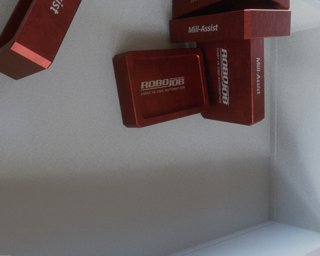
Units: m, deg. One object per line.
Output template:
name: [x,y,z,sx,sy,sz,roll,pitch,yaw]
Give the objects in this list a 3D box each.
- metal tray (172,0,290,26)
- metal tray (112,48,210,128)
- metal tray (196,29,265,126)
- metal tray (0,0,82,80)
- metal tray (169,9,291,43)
metal tray: [0.091,-0.166,0.413,0.091,0.130,0.030,1,90,-40]
metal tray: [0.007,-0.056,0.408,0.131,0.030,0.089,-15,100,-39]
metal tray: [0.097,-0.074,0.433,0.030,0.090,0.129,-20,111,-38]
metal tray: [-0.103,-0.111,0.277,0.030,0.090,0.130,30,71,-36]
metal tray: [0.086,-0.130,0.400,0.091,0.130,0.030,-16,110,-37]
